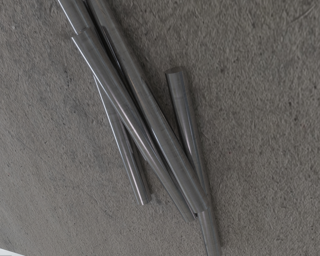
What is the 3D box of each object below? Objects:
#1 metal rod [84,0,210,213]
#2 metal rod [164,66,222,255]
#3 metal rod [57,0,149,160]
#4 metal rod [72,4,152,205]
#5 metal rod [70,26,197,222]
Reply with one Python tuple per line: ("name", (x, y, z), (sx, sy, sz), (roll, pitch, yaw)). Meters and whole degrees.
("metal rod", (-0.013, -0.028, 0.376), (0.025, 0.025, 0.299), (-20, 102, 35))
("metal rod", (0.051, 0.064, 0.419), (0.025, 0.025, 0.298), (0, 119, 28))
("metal rod", (-0.071, -0.082, 0.370), (0.025, 0.025, 0.299), (-8, 121, 32))
("metal rod", (-0.061, -0.017, 0.428), (0.025, 0.025, 0.298), (-1, 118, 29))
("metal rod", (-0.019, 0.014, 0.396), (0.025, 0.025, 0.299), (-10, 122, 33))
